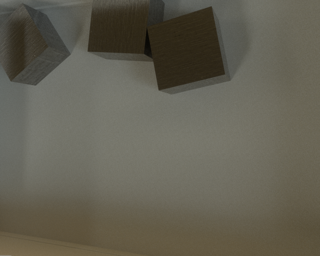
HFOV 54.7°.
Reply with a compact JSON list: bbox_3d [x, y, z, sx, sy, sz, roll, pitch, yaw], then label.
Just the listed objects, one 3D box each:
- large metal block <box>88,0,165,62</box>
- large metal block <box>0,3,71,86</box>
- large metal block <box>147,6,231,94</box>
[{"bbox_3d":[-0.044,-0.134,0.413,0.080,0.050,0.079,7,92,20],"label":"large metal block"},{"bbox_3d":[-0.197,-0.123,0.467,0.080,0.050,0.080,-36,79,16],"label":"large metal block"},{"bbox_3d":[0.037,-0.091,0.384,0.080,0.050,0.080,-11,86,19],"label":"large metal block"}]
